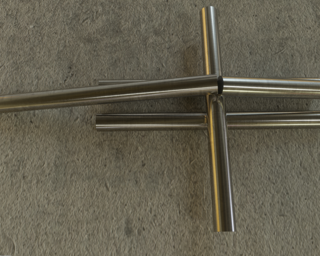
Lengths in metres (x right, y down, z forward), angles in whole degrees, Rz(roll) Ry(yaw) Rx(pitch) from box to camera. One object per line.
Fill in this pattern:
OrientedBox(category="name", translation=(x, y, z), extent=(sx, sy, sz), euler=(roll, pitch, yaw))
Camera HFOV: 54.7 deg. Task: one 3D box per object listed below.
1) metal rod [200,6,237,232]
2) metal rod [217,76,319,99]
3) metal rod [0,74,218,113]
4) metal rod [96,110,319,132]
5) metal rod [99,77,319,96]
OrientedBox(category="metal rod", translation=(0.071, -0.026, 0.393), extent=(0.025, 0.025, 0.299), euler=(0, 70, -1))
OrientedBox(category="metal rod", translation=(0.221, -0.049, 0.404), extent=(0.302, 0.025, 0.025), euler=(1, 70, -11))
OrientedBox(category="metal rod", translation=(-0.080, -0.042, 0.397), extent=(0.302, 0.025, 0.025), euler=(-4, 70, 8))
OrientedBox(category="metal rod", translation=(0.068, -0.010, 0.413), extent=(0.302, 0.025, 0.025), euler=(-1, 70, -1))
OrientedBox(category="metal rod", translation=(0.068, -0.056, 0.430), extent=(0.302, 0.025, 0.025), euler=(-1, 70, -1))
